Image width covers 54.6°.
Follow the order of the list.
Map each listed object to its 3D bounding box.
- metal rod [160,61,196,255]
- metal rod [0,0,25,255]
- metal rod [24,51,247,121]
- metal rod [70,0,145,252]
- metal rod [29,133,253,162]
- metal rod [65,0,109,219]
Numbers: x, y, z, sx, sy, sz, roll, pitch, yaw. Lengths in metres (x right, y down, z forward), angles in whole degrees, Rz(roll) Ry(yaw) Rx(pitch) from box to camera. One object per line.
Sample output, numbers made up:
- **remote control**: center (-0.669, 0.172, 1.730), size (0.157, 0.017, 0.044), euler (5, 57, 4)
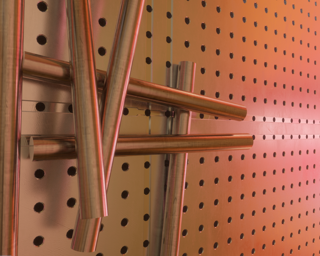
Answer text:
- **metal rod**: center (0.024, 0.057, 0.428), size (0.025, 0.025, 0.299), euler (10, 84, -40)
- **metal rod**: center (-0.138, -0.015, 0.278), size (0.025, 0.025, 0.298), euler (0, 94, -40)
- **metal rod**: center (-0.007, -0.042, 0.379), size (0.302, 0.025, 0.025), euler (9, 84, -32)
- **metal rod**: center (-0.049, -0.028, 0.321), size (0.025, 0.025, 0.299), euler (15, 82, -39)
- **metal rod**: center (0.002, 0.020, 0.384), size (0.302, 0.025, 0.025), euler (0, 90, -32)
- **metal rod**: center (-0.076, -0.066, 0.305), size (0.025, 0.025, 0.299), euler (2, 77, -40)
